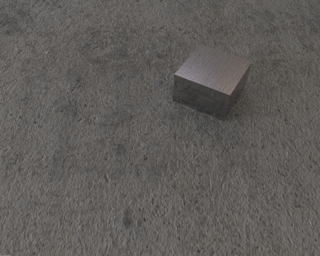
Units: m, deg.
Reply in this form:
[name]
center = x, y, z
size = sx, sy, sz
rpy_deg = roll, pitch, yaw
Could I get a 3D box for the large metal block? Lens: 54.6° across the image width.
[large metal block]
center = 0.074, -0.067, 0.444
size = 0.080, 0.050, 0.080
rpy_deg = 24, 54, 19
